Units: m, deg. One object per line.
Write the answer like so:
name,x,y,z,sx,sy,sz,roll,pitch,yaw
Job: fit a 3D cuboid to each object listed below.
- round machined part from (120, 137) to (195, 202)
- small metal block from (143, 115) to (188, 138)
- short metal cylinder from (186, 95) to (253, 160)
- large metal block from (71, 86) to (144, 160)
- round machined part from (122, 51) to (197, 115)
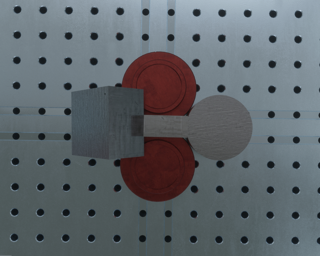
round machined part,-0.003,0.048,0.405,0.099,0.042,0.097,0,90,0
small metal block,0.007,-0.002,0.379,0.050,0.050,0.025,1,90,0
short metal cylinder,0.072,-0.001,0.400,0.081,0.050,0.080,0,90,0
large metal block,-0.065,-0.006,0.380,0.050,0.080,0.080,-1,90,-45
round machined part,-0.001,-0.052,0.405,0.099,0.042,0.097,0,90,0
